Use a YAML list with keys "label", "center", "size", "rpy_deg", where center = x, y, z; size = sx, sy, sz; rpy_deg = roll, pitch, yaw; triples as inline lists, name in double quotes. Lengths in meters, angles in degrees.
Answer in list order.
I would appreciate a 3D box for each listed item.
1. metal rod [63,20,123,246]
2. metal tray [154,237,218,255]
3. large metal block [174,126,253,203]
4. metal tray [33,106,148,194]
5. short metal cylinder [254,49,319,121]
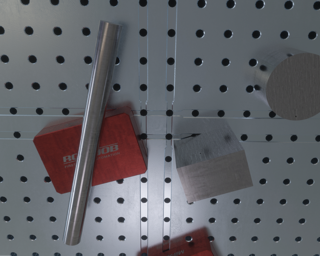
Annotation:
- label: "metal rod"
  center: [-0.089, 0.021, 0.387]
  size: [0.025, 0.025, 0.298]
  rpy_deg: [13, 109, -5]
- label: "metal tray"
  center: [0.035, 0.239, 0.499]
  size: [0.130, 0.030, 0.090]
  rpy_deg: [-23, 109, 8]
- label: "large metal block"
  center: [0.065, 0.044, 0.401]
  size: [0.080, 0.080, 0.050]
  rpy_deg: [-16, 109, 6]
- label: "metal tray"
  center: [-0.091, 0.031, 0.421]
  size: [0.131, 0.030, 0.089]
  rpy_deg: [-15, 110, 5]
- label: "short metal cylinder"
  center: [0.163, -0.055, 0.381]
  size: [0.081, 0.050, 0.079]
  rpy_deg: [0, 110, 0]
